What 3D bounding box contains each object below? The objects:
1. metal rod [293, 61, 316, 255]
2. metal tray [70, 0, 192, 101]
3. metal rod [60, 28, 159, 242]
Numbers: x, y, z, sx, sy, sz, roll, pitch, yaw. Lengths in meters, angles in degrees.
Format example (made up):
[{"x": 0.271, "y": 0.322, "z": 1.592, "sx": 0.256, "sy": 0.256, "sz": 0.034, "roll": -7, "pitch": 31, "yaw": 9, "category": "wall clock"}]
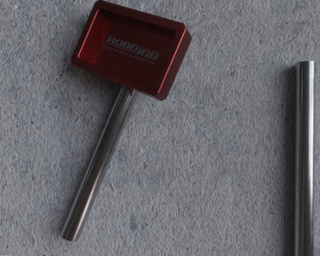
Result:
[{"x": 0.192, "y": 0.063, "z": 0.411, "sx": 0.025, "sy": 0.025, "sz": 0.298, "roll": 1, "pitch": 90, "yaw": 0, "category": "metal rod"}, {"x": -0.037, "y": -0.098, "z": 0.384, "sx": 0.130, "sy": 0.030, "sz": 0.090, "roll": 23, "pitch": 90, "yaw": 20, "category": "metal tray"}, {"x": -0.063, "y": 0.005, "z": 0.409, "sx": 0.025, "sy": 0.025, "sz": 0.299, "roll": 22, "pitch": 90, "yaw": 0, "category": "metal rod"}]
